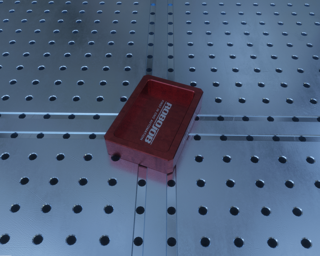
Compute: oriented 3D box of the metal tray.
[{"bbox_3d":[-0.004,-0.011,0.414,0.090,0.030,0.130,17,52,13],"label":"metal tray"}]
